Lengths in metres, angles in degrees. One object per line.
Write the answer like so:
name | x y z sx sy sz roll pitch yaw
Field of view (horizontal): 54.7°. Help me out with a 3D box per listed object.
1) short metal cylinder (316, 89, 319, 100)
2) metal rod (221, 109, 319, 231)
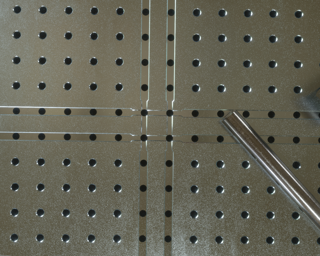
short metal cylinder | 0.248 -0.046 0.388 0.080 0.080 0.050 -40 90 0
metal rod | 0.192 0.095 0.414 0.025 0.025 0.300 -42 90 0
